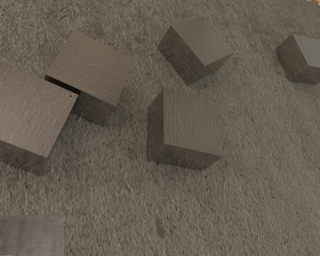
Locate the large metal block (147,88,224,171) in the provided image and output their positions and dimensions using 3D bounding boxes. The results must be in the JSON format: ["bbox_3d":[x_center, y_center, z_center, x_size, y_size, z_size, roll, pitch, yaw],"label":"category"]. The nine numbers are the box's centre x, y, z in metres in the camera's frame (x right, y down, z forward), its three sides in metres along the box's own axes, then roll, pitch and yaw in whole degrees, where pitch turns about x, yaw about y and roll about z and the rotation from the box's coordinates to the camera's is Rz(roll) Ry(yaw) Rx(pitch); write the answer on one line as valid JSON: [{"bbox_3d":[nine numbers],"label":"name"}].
[{"bbox_3d":[0.031,0.004,0.402,0.081,0.050,0.080,13,56,-21],"label":"large metal block"}]

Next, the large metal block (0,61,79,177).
[{"bbox_3d":[-0.141,-0.008,0.317,0.080,0.050,0.080,24,53,-14],"label":"large metal block"}]

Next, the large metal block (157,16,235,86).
[{"bbox_3d":[0.057,-0.125,0.494,0.081,0.050,0.080,-30,79,-38],"label":"large metal block"}]

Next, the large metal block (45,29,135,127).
[{"bbox_3d":[-0.087,-0.060,0.377,0.080,0.050,0.080,25,53,-13],"label":"large metal block"}]

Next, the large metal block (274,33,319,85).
[{"bbox_3d":[0.293,-0.138,0.630,0.081,0.050,0.080,1,61,-28],"label":"large metal block"}]

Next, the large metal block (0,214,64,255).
[{"bbox_3d":[-0.107,0.117,0.239,0.050,0.080,0.080,5,60,-26],"label":"large metal block"}]
